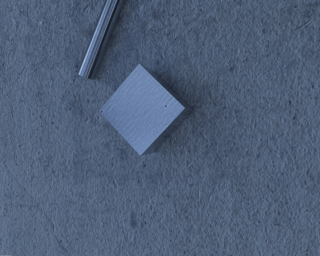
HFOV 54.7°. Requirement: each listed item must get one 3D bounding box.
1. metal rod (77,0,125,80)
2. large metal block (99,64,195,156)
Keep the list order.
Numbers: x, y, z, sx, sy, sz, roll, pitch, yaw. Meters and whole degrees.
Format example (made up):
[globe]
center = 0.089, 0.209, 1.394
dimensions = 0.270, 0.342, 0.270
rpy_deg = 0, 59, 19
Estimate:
[metal rod]
center = -0.048, -0.209, 0.424
dimensions = 0.025, 0.025, 0.298
rpy_deg = 26, 98, 18
[large metal block]
center = -0.016, -0.023, 0.401
dimensions = 0.080, 0.050, 0.080
rpy_deg = 46, 104, 14
